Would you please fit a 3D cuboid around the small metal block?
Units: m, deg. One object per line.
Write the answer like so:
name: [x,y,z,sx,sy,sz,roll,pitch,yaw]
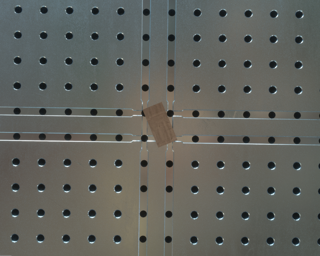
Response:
small metal block: [0.000,-0.004,0.401,0.025,0.050,0.050,-22,91,0]
